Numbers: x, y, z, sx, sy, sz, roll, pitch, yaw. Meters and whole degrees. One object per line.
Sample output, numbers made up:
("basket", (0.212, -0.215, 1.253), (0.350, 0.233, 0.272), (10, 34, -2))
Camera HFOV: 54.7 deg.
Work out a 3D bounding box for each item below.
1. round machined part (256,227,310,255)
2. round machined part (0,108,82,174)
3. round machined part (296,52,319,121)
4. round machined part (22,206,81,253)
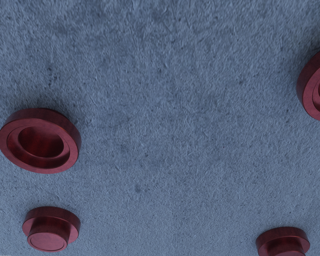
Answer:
("round machined part", (0.240, 0.236, 0.599), (0.099, 0.042, 0.097), (0, 130, 0))
("round machined part", (-0.152, 0.012, 0.405), (0.099, 0.042, 0.097), (0, 130, 0))
("round machined part", (0.205, -0.056, 0.350), (0.099, 0.042, 0.097), (0, 130, 0))
("round machined part", (-0.195, 0.186, 0.552), (0.099, 0.042, 0.097), (0, 130, 0))
